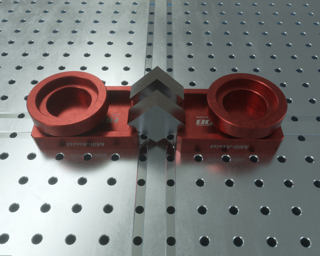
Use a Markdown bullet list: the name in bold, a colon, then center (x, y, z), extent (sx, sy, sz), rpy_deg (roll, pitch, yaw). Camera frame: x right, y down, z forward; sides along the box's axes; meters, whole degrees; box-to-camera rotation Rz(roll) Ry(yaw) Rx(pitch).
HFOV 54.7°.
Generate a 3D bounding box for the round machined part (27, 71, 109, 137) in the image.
- **round machined part**: center (-0.115, -0.026, 0.402), extent (0.099, 0.042, 0.098), rpy_deg (0, 50, 0)

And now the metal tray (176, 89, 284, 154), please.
- **metal tray**: center (0.087, -0.011, 0.415), extent (0.131, 0.030, 0.090), rpy_deg (1, 50, 0)

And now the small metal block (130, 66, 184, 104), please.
- **small metal block**: center (-0.004, -0.047, 0.412), extent (0.050, 0.050, 0.025), rpy_deg (-32, 40, 33)

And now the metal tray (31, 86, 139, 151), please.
- **metal tray**: center (-0.094, -0.015, 0.417), extent (0.131, 0.030, 0.090), rpy_deg (0, 52, -1)

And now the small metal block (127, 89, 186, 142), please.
- **small metal block**: center (-0.004, -0.013, 0.383), extent (0.050, 0.050, 0.025), rpy_deg (-32, 40, 33)

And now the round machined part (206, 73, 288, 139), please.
- **round machined part**: center (0.108, -0.024, 0.401), extent (0.099, 0.042, 0.098), rpy_deg (0, 50, 0)
